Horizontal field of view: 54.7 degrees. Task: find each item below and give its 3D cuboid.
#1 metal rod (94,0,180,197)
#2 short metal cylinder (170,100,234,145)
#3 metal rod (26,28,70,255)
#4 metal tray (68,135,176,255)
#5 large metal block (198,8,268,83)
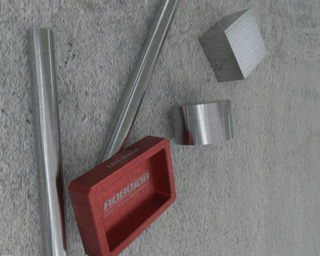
[{"bbox_3d":[-0.025,-0.060,0.385,0.025,0.025,0.299,31,71,-36],"label":"metal rod"},{"bbox_3d":[0.057,-0.009,0.419,0.081,0.080,0.050,-12,98,-40],"label":"short metal cylinder"},{"bbox_3d":[-0.110,0.053,0.313,0.025,0.025,0.298,-6,94,-40],"label":"metal rod"},{"bbox_3d":[-0.034,0.073,0.349,0.131,0.030,0.089,-31,121,-47],"label":"metal tray"},{"bbox_3d":[0.117,-0.129,0.489,0.080,0.050,0.080,-45,118,-31],"label":"large metal block"}]
